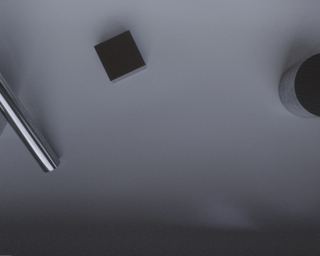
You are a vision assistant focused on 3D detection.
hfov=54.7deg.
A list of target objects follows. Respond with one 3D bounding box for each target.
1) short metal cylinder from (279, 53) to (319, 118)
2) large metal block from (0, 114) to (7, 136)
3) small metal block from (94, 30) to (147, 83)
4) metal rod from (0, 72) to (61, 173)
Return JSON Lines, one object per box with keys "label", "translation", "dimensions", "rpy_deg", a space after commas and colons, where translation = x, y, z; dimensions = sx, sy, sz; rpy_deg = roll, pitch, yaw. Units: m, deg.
{"label": "short metal cylinder", "translation": [0.204, -0.053, 0.402], "dimensions": [0.081, 0.050, 0.079], "rpy_deg": [0, 90, -1]}
{"label": "large metal block", "translation": [-0.243, -0.025, 0.381], "dimensions": [0.080, 0.080, 0.050], "rpy_deg": [27, 90, -1]}
{"label": "small metal block", "translation": [-0.052, -0.093, 0.411], "dimensions": [0.050, 0.025, 0.050], "rpy_deg": [-25, 90, -1]}
{"label": "metal rod", "translation": [-0.201, -0.071, 0.348], "dimensions": [0.025, 0.025, 0.299], "rpy_deg": [-25, 115, 0]}
